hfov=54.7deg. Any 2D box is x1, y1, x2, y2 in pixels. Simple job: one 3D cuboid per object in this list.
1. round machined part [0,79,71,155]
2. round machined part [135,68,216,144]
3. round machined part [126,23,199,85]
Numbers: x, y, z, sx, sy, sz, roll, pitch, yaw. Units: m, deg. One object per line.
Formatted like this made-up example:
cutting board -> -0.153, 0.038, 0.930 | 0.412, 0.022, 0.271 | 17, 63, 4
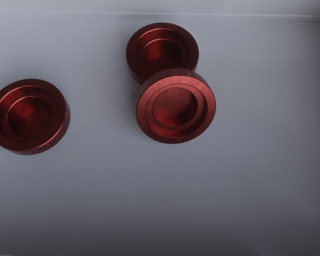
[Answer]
round machined part -> -0.166, -0.011, 0.403 | 0.099, 0.042, 0.098 | 0, 70, -1
round machined part -> 0.018, -0.031, 0.393 | 0.099, 0.097, 0.042 | -8, 34, -3
round machined part -> 0.003, -0.095, 0.435 | 0.099, 0.042, 0.098 | 0, 70, -1
